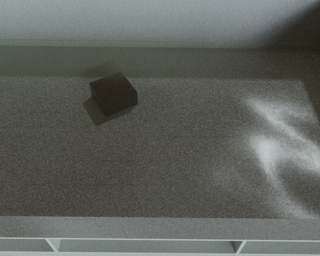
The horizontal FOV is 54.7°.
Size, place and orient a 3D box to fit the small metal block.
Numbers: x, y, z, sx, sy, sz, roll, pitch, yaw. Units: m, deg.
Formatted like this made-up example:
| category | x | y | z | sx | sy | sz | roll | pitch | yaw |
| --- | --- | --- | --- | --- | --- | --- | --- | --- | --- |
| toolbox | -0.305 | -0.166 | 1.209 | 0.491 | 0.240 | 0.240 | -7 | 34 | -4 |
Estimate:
| category | x | y | z | sx | sy | sz | roll | pitch | yaw |
| --- | --- | --- | --- | --- | --- | --- | --- | --- | --- |
| small metal block | -0.067 | -0.050 | 0.446 | 0.050 | 0.025 | 0.050 | -25 | 55 | -20 |
